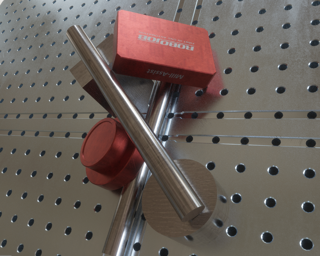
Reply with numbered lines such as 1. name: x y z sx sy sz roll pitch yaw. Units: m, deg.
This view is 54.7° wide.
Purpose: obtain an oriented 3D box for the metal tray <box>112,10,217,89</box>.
1. metal tray: 0.005 -0.105 0.415 0.131 0.030 0.090 7 55 -16

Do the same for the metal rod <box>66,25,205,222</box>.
1. metal rod: -0.044 -0.027 0.356 0.025 0.025 0.300 -37 59 3

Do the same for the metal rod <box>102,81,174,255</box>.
1. metal rod: -0.014 0.012 0.407 0.025 0.025 0.300 3 63 29

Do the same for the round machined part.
1. round machined part: -0.063 0.026 0.393 0.098 0.042 0.098 -27 45 31

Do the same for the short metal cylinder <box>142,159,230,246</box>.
1. short metal cylinder: 0.028 0.079 0.329 0.080 0.050 0.080 -13 56 20

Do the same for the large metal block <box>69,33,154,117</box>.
1. large metal block: -0.069 -0.075 0.454 0.080 0.080 0.050 -41 51 0
